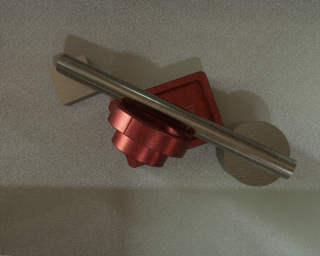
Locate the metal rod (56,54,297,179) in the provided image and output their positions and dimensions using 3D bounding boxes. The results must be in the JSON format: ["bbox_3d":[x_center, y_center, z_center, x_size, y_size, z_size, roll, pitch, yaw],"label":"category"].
[{"bbox_3d":[0.014,-0.016,0.369,0.301,0.025,0.025,25,90,6],"label":"metal rod"}]

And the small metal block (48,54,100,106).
[{"bbox_3d":[-0.111,-0.062,0.408,0.050,0.025,0.050,-22,90,-1],"label":"small metal block"}]

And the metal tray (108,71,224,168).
[{"bbox_3d":[0.009,-0.011,0.407,0.131,0.030,0.090,-19,90,-1],"label":"metal tray"}]

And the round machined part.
[{"bbox_3d":[-0.017,0.011,0.360,0.098,0.098,0.042,28,98,-1],"label":"round machined part"}]

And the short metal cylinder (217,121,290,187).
[{"bbox_3d":[0.117,0.031,0.399,0.081,0.050,0.079,0,90,-1],"label":"short metal cylinder"}]
